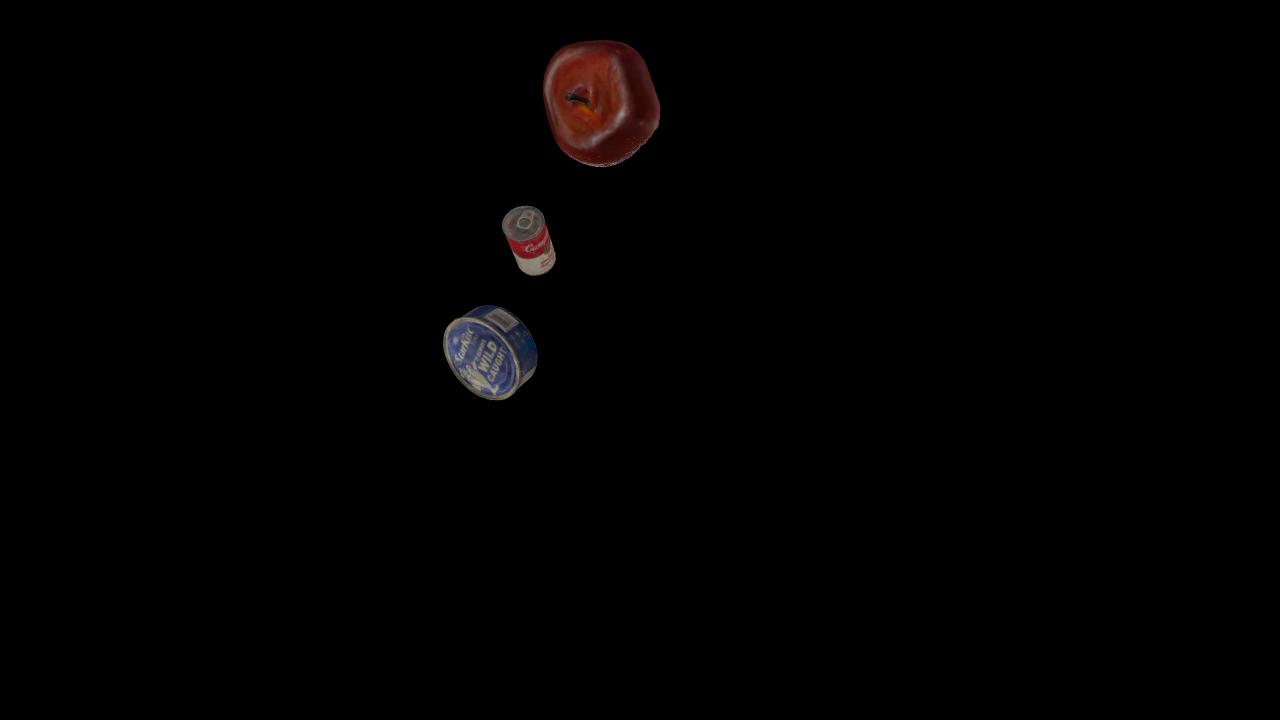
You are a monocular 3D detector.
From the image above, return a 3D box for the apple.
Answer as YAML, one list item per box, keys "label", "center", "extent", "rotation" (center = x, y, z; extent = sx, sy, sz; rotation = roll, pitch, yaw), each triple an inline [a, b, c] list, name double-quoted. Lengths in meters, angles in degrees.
- label: "apple"
  center: [-0.025, -0.169, 0.407]
  extent: [0.079, 0.079, 0.093]
  rotation: [0, 14, 18]

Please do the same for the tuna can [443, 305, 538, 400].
- label: "tuna can"
  center: [-0.136, -0.007, 0.562]
  extent: [0.084, 0.084, 0.034]
  rotation: [0, 28, 29]

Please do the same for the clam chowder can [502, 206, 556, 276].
- label: "clam chowder can"
  center: [-0.178, -0.191, 0.999]
  extent: [0.068, 0.068, 0.102]
  rotation: [0, -25, 4]
